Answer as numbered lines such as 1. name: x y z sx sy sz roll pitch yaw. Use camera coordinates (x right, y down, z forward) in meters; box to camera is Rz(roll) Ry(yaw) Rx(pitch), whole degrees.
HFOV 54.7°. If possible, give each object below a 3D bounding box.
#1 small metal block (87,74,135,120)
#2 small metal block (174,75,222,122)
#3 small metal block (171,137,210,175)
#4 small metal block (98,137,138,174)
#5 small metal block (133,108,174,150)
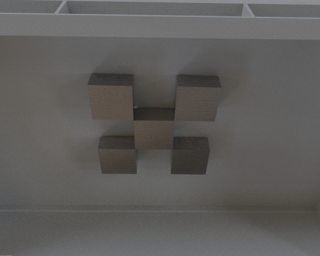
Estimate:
1. small metal block: -0.057 -0.037 0.374 0.050 0.025 0.050 1 130 -1
2. small metal block: 0.044 -0.035 0.376 0.050 0.025 0.050 2 130 -2
3. small metal block: 0.041 0.040 0.440 0.050 0.025 0.050 1 130 -1
4. small metal block: -0.058 0.039 0.439 0.050 0.025 0.050 0 130 -1
5. small metal block: -0.008 0.002 0.407 0.050 0.025 0.050 0 130 -1
